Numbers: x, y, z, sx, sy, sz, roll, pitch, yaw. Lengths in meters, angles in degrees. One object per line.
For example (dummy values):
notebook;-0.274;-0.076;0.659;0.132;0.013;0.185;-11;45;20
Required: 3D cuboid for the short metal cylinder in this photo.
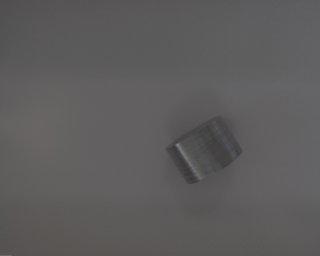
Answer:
short metal cylinder;0.054;0.026;0.384;0.080;0.080;0.050;-32;90;0
